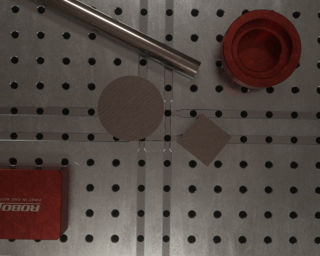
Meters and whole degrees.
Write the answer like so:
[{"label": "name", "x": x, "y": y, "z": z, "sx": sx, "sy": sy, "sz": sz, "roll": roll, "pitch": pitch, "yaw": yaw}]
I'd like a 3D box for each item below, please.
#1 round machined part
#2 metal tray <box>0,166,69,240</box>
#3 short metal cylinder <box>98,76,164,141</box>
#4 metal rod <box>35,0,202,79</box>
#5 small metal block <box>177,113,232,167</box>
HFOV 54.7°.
[{"label": "round machined part", "x": 0.127, "y": -0.100, "z": 0.407, "sx": 0.099, "sy": 0.042, "sz": 0.097, "roll": 0, "pitch": 90, "yaw": -1}, {"label": "metal tray", "x": -0.191, "y": 0.097, "z": 0.408, "sx": 0.131, "sy": 0.030, "sz": 0.089, "roll": 1, "pitch": 90, "yaw": -1}, {"label": "short metal cylinder", "x": -0.035, "y": -0.024, "z": 0.400, "sx": 0.081, "sy": 0.050, "sz": 0.079, "roll": 0, "pitch": 90, "yaw": -1}, {"label": "metal rod", "x": -0.085, "y": -0.144, "z": 0.412, "sx": 0.301, "sy": 0.025, "sz": 0.025, "roll": 26, "pitch": 90, "yaw": -1}, {"label": "small metal block", "x": 0.058, "y": 0.015, "z": 0.414, "sx": 0.050, "sy": 0.025, "sz": 0.050, "roll": 39, "pitch": 90, "yaw": -1}]
